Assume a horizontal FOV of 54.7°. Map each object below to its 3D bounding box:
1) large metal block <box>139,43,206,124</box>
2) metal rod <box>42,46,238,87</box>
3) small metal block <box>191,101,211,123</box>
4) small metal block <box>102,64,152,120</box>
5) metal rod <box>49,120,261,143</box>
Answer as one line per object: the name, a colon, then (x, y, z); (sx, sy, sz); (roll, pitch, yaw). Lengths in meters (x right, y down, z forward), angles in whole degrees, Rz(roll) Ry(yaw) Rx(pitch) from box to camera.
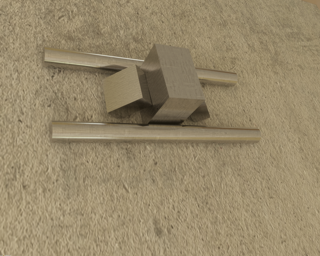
large metal block: (0.007, -0.051, 0.409); (0.050, 0.080, 0.080); (1, 62, -28)
metal rod: (-0.010, -0.085, 0.453); (0.303, 0.025, 0.025); (1, 61, -28)
small metal block: (0.050, -0.042, 0.442); (0.025, 0.050, 0.050); (-18, 64, 9)
small metal block: (-0.043, -0.045, 0.394); (0.025, 0.050, 0.050); (37, 36, -59)
metal rod: (0.014, 0.008, 0.409); (0.303, 0.025, 0.025); (2, 61, -28)
